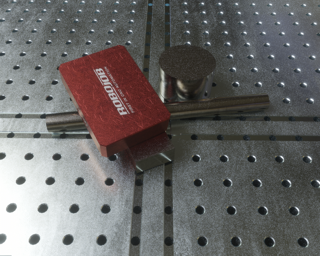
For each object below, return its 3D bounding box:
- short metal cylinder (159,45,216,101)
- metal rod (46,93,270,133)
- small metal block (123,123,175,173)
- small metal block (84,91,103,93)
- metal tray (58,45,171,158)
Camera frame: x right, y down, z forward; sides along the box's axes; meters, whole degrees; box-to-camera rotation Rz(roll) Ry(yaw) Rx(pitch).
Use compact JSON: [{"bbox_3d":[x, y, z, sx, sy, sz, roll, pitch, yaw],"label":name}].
[{"bbox_3d":[0.039,-0.078,0.457,0.081,0.050,0.080,0,50,0],"label":"short metal cylinder"},{"bbox_3d":[0.001,-0.022,0.426,0.302,0.025,0.025,-6,50,-6],"label":"metal rod"},{"bbox_3d":[-0.015,0.022,0.387,0.050,0.025,0.050,-18,53,-15],"label":"small metal block"},{"bbox_3d":[-0.096,-0.070,0.448,0.050,0.050,0.025,-25,55,-20],"label":"small metal block"},{"bbox_3d":[-0.058,-0.038,0.385,0.091,0.030,0.130,-25,66,-19],"label":"metal tray"}]
